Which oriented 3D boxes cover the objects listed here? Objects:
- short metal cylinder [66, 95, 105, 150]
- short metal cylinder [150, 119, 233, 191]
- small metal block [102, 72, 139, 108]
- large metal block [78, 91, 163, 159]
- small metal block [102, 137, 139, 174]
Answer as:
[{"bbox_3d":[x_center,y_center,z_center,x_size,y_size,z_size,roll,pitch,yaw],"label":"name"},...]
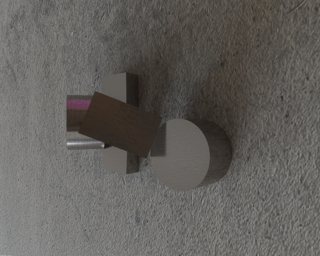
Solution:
[{"bbox_3d":[-0.109,-0.008,0.454,0.080,0.050,0.079,180,89,-75],"label":"short metal cylinder"},{"bbox_3d":[0.036,0.029,0.359,0.080,0.050,0.079,0,90,39],"label":"short metal cylinder"},{"bbox_3d":[-0.058,-0.051,0.451,0.050,0.025,0.050,-1,89,39],"label":"small metal block"},{"bbox_3d":[-0.047,-0.002,0.383,0.080,0.080,0.050,21,87,-5],"label":"large metal block"},{"bbox_3d":[-0.057,0.037,0.450,0.050,0.025,0.050,4,92,39],"label":"small metal block"}]
